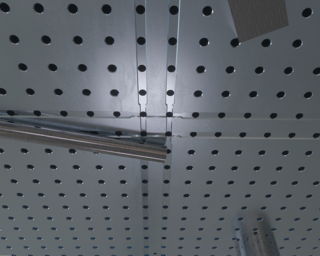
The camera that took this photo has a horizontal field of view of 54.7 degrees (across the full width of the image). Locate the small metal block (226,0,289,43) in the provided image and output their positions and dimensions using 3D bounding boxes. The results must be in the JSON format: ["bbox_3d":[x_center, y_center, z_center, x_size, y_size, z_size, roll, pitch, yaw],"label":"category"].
[{"bbox_3d":[0.096,-0.121,0.310,0.050,0.025,0.050,-18,128,14],"label":"small metal block"}]

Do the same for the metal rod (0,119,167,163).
[{"bbox_3d":[-0.140,0.013,0.420,0.302,0.025,0.025,10,130,-9],"label":"metal rod"}]

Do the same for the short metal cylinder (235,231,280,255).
[{"bbox_3d":[0.193,0.247,0.608,0.081,0.050,0.079,0,130,0],"label":"short metal cylinder"}]
